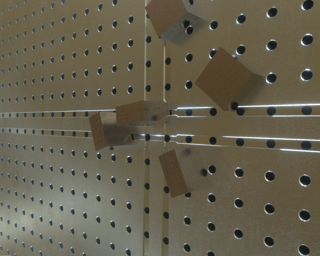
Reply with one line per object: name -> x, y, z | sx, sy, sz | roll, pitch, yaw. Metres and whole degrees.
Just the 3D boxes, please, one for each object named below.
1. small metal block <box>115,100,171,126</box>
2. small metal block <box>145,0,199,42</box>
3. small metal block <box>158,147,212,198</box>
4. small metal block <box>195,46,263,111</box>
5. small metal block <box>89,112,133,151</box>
small metal block -> -0.022, -0.018, 0.409 | 0.050, 0.050, 0.025 | -9, 84, 39
small metal block -> 0.014, -0.148, 0.396 | 0.050, 0.025, 0.050 | -34, 69, 34
small metal block -> 0.031, 0.051, 0.366 | 0.025, 0.050, 0.050 | -29, 72, 36
small metal block -> 0.075, -0.054, 0.346 | 0.050, 0.025, 0.050 | 49, 119, 28
small metal block -> -0.071, 0.005, 0.449 | 0.025, 0.050, 0.050 | -24, 75, 37
